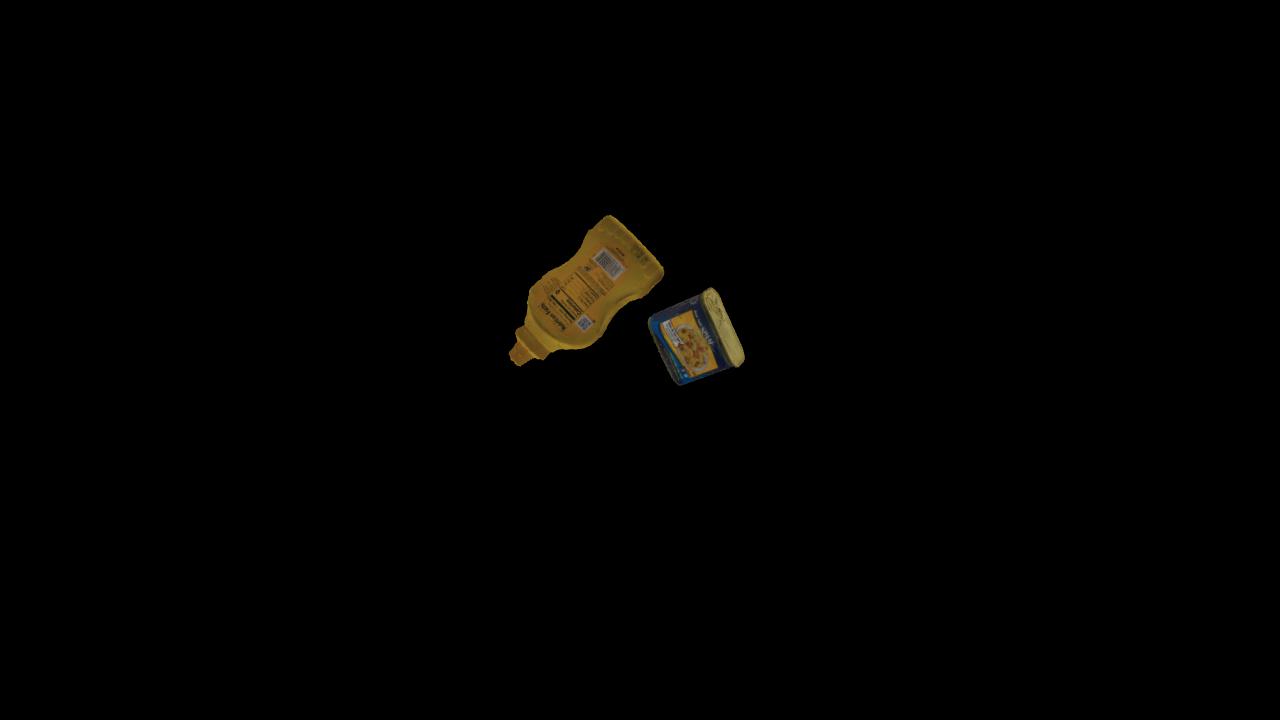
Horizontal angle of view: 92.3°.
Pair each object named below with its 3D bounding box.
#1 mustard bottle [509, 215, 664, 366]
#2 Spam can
[{"bbox_3d":[-0.068,-0.061,0.654,0.184,0.092,0.054,-44,0,-2],"label":"mustard bottle"},{"bbox_3d":[0.069,-0.027,0.766,0.085,0.101,0.058,-23,5,28],"label":"Spam can"}]
